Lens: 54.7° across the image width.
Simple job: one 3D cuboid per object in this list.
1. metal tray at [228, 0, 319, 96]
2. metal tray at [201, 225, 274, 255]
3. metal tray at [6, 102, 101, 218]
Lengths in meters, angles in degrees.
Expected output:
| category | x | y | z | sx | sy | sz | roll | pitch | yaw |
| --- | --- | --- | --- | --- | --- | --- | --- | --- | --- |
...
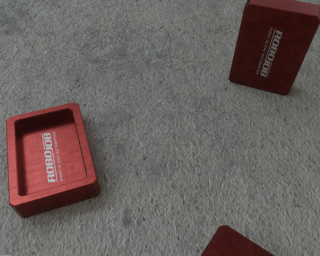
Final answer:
| category | x | y | z | sx | sy | sz | roll | pitch | yaw |
| --- | --- | --- | --- | --- | --- | --- | --- | --- | --- |
| metal tray | 0.153 | -0.111 | 0.429 | 0.090 | 0.129 | 0.030 | 17 | 52 | 13 |
| metal tray | 0.059 | 0.162 | 0.264 | 0.090 | 0.030 | 0.131 | 29 | 56 | 22 |
| metal tray | -0.130 | 0.032 | 0.371 | 0.091 | 0.030 | 0.130 | -15 | 52 | -12 |
